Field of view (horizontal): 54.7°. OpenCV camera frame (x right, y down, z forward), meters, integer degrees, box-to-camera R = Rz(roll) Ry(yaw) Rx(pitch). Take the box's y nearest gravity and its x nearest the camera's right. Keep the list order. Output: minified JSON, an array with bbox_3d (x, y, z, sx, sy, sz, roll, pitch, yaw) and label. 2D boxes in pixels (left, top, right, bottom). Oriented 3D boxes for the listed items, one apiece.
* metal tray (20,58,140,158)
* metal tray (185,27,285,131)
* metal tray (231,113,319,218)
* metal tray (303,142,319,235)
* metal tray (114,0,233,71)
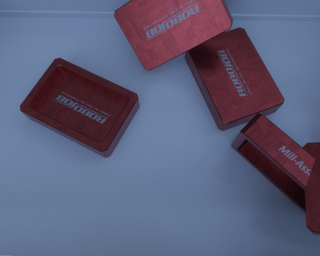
[{"bbox_3d":[-0.105,-0.029,0.416,0.130,0.030,0.090,26,72,8],"label":"metal tray"},{"bbox_3d":[0.101,-0.071,0.434,0.091,0.030,0.130,-20,71,-8],"label":"metal tray"},{"bbox_3d":[0.146,0.046,0.358,0.130,0.090,0.030,43,84,14],"label":"metal tray"},{"bbox_3d":[0.209,0.059,0.293,0.130,0.030,0.090,-4,67,26],"label":"metal tray"},{"bbox_3d":[0.017,-0.143,0.403,0.130,0.030,0.090,-23,107,24],"label":"metal tray"}]
